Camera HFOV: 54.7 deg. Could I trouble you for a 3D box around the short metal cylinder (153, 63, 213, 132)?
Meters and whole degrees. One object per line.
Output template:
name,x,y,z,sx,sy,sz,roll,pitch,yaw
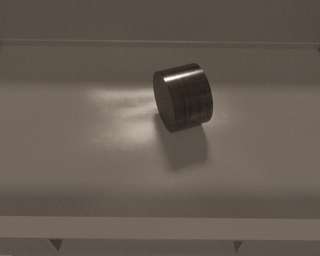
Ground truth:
short metal cylinder,0.028,-0.040,0.403,0.050,0.080,0.080,-15,52,-13
